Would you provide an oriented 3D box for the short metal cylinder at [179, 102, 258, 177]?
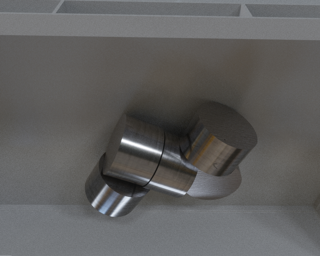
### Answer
[{"bbox_3d":[0.071,0.013,0.383,0.081,0.080,0.050,18,128,-15],"label":"short metal cylinder"}]

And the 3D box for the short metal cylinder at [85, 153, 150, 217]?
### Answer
[{"bbox_3d":[-0.058,0.076,0.435,0.080,0.080,0.050,23,126,-19],"label":"short metal cylinder"}]

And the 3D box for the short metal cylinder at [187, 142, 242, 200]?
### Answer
[{"bbox_3d":[0.071,0.058,0.440,0.081,0.050,0.079,0,130,0],"label":"short metal cylinder"}]

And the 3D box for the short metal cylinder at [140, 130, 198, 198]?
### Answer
[{"bbox_3d":[0.011,0.047,0.412,0.050,0.080,0.079,21,127,-17],"label":"short metal cylinder"}]

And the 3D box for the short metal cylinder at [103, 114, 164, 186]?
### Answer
[{"bbox_3d":[-0.035,0.028,0.394,0.050,0.080,0.079,20,127,-17],"label":"short metal cylinder"}]
